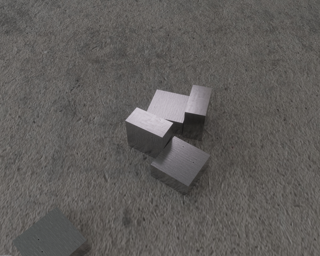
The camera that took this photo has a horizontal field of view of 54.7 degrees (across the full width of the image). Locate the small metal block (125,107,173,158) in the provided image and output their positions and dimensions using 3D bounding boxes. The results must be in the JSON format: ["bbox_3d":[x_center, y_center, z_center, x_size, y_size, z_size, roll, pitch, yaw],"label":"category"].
[{"bbox_3d":[-0.013,0.009,0.379,0.050,0.050,0.025,24,54,19],"label":"small metal block"}]

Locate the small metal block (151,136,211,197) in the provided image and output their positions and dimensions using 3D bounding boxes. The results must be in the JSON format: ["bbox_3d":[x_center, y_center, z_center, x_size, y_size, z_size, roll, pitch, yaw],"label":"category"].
[{"bbox_3d":[0.024,0.044,0.366,0.050,0.025,0.050,28,55,21],"label":"small metal block"}]

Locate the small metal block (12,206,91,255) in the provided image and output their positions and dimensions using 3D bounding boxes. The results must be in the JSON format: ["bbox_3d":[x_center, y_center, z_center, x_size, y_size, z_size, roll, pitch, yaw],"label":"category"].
[{"bbox_3d":[-0.106,0.116,0.305,0.050,0.025,0.050,37,59,26],"label":"small metal block"}]

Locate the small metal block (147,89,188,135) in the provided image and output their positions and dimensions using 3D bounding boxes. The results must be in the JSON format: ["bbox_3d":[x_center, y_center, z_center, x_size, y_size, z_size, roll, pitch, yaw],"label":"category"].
[{"bbox_3d":[0.012,-0.022,0.422,0.050,0.025,0.050,13,51,11],"label":"small metal block"}]

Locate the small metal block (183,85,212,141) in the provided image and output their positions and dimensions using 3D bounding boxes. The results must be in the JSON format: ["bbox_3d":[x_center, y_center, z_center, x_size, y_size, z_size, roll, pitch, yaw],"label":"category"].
[{"bbox_3d":[0.049,-0.019,0.403,0.025,0.050,0.050,12,51,10],"label":"small metal block"}]
